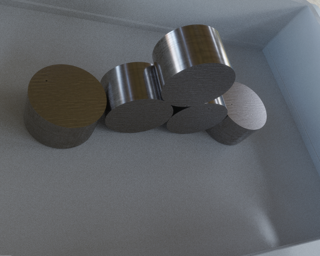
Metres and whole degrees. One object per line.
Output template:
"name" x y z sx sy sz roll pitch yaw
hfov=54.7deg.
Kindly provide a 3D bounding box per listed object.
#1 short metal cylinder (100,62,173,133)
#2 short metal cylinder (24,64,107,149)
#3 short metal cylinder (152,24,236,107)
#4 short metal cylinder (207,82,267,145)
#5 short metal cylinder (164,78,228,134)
"short metal cylinder" -0.029 -0.034 0.373 0.081 0.080 0.050 2 61 -28
"short metal cylinder" -0.106 -0.023 0.345 0.081 0.050 0.080 14 56 -21
"short metal cylinder" 0.036 -0.065 0.339 0.081 0.080 0.050 2 61 -28
"short metal cylinder" 0.109 -0.021 0.458 0.081 0.050 0.080 14 56 -21
"short metal cylinder" 0.043 -0.032 0.411 0.081 0.080 0.050 2 61 -28
